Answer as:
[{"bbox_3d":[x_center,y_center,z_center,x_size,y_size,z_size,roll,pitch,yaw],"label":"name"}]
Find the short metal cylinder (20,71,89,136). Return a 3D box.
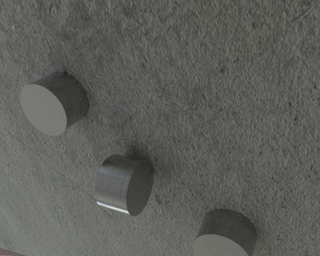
[{"bbox_3d":[-0.152,-0.036,0.449,0.080,0.050,0.079,13,124,21],"label":"short metal cylinder"}]

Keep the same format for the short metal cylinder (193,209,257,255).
[{"bbox_3d":[0.093,0.163,0.442,0.080,0.050,0.079,13,124,21],"label":"short metal cylinder"}]

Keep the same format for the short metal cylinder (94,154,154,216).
[{"bbox_3d":[-0.050,0.081,0.448,0.050,0.080,0.079,9,122,23],"label":"short metal cylinder"}]
